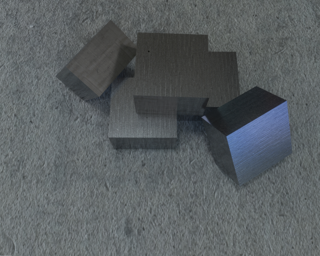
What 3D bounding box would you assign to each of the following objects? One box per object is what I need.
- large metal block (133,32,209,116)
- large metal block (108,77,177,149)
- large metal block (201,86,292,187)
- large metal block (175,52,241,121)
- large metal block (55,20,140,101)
[{"bbox_3d":[0.013,-0.062,0.364,0.081,0.050,0.080,2,70,0],"label":"large metal block"},{"bbox_3d":[-0.020,-0.018,0.400,0.081,0.050,0.080,0,70,0],"label":"large metal block"},{"bbox_3d":[0.106,0.009,0.371,0.080,0.080,0.050,-30,35,-11],"label":"large metal block"},{"bbox_3d":[0.060,-0.055,0.417,0.081,0.050,0.080,0,70,0],"label":"large metal block"},{"bbox_3d":[-0.083,-0.084,0.402,0.050,0.080,0.080,44,73,-21],"label":"large metal block"}]
